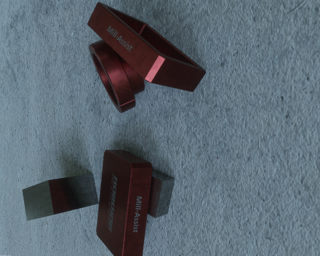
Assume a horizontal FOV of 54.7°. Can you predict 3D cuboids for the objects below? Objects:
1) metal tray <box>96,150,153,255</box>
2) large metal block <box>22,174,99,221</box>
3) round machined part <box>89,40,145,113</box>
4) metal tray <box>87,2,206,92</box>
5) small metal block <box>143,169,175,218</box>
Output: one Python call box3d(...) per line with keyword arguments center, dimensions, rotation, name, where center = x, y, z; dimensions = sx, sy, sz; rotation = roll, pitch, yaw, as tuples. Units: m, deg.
box3d(center=(-0.052, 0.101, 0.425), dimensions=(0.090, 0.030, 0.129), rotation=(15, 100, 57), name="metal tray")
box3d(center=(-0.160, 0.111, 0.498), dimensions=(0.080, 0.081, 0.050), rotation=(-22, 77, 37), name="large metal block")
box3d(center=(-0.054, -0.072, 0.414), dimensions=(0.098, 0.042, 0.098), rotation=(59, 167, 22), name="round machined part")
box3d(center=(-0.016, -0.097, 0.373), dimensions=(0.130, 0.091, 0.030), rotation=(46, 115, 29), name="metal tray")
box3d(center=(-0.012, 0.084, 0.413), dimensions=(0.050, 0.025, 0.050), rotation=(18, 101, 38), name="small metal block")
